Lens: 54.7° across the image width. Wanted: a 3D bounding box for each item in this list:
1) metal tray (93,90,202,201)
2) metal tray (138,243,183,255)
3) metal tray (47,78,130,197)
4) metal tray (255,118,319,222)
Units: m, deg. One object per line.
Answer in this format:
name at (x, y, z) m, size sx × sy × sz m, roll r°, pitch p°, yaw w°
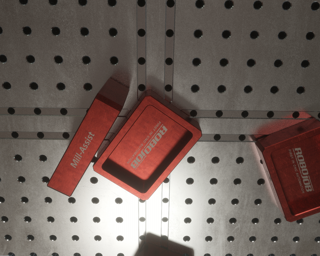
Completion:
metal tray at (-0.018, 0.026, 0.419) m, size 0.090 × 0.030 × 0.129 m, roll 35°, pitch 106°, yaw -12°
metal tray at (-0.010, 0.258, 0.505) m, size 0.090 × 0.030 × 0.129 m, roll 24°, pitch 108°, yaw -9°
metal tray at (-0.085, 0.009, 0.380) m, size 0.030 × 0.090 × 0.129 m, roll 30°, pitch 107°, yaw -11°
metal tray at (0.200, 0.062, 0.436) m, size 0.090 × 0.030 × 0.129 m, roll -23°, pitch 109°, yaw 7°
